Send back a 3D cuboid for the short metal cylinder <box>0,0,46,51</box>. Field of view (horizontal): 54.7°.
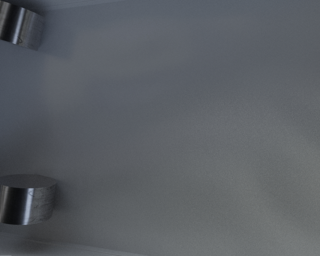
[{"bbox_3d":[-0.216,-0.150,0.456,0.080,0.080,0.050,18,96,18],"label":"short metal cylinder"}]

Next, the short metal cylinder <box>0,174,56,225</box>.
[{"bbox_3d":[-0.195,0.101,0.448,0.080,0.080,0.050,8,93,19],"label":"short metal cylinder"}]
